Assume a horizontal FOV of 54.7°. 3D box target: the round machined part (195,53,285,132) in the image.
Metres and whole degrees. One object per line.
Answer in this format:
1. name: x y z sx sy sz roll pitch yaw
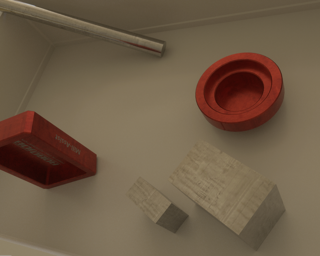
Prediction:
1. round machined part: 0.095 -0.038 0.367 0.098 0.042 0.098 -13 56 20

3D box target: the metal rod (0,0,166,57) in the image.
1. metal rod: -0.136 -0.167 0.500 0.301 0.025 0.025 18 69 8

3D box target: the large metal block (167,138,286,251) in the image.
1. large metal block: 0.066 0.064 0.296 0.080 0.080 0.050 33 80 38

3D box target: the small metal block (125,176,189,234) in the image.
1. small metal block: -0.003 0.084 0.338 0.050 0.050 0.025 33 80 38

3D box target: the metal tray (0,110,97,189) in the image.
1. metal tray: -0.154 0.035 0.396 0.090 0.130 0.030 -18 55 17
